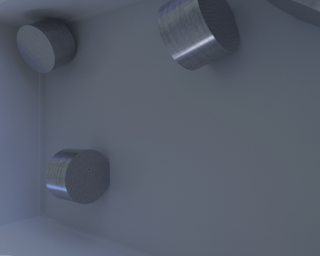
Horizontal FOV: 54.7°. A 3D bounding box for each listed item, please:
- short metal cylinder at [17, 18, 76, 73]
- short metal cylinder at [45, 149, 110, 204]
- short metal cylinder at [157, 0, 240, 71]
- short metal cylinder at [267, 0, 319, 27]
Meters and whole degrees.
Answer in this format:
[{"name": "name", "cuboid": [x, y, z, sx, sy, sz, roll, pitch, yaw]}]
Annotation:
[{"name": "short metal cylinder", "cuboid": [-0.192, -0.139, 0.524, 0.080, 0.050, 0.079, 15, 126, 22]}, {"name": "short metal cylinder", "cuboid": [-0.123, 0.072, 0.470, 0.050, 0.081, 0.079, -1, 90, 40]}, {"name": "short metal cylinder", "cuboid": [0.043, -0.109, 0.334, 0.050, 0.081, 0.080, -20, 77, 38]}, {"name": "short metal cylinder", "cuboid": [0.136, -0.118, 0.258, 0.080, 0.081, 0.050, 39, 114, 33]}]
